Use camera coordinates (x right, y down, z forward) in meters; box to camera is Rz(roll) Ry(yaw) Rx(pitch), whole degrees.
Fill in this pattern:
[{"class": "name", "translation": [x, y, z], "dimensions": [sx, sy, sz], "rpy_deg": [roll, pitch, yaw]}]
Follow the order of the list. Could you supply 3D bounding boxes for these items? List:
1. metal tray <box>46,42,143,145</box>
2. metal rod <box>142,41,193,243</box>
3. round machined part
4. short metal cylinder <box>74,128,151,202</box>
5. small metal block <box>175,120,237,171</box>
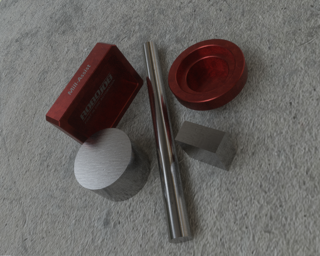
[{"class": "metal tray", "translation": [-0.085, -0.041, 0.432], "dimensions": [0.030, 0.090, 0.130], "rpy_deg": [20, 72, 35]}, {"class": "metal rod", "translation": [0.003, -0.005, 0.407], "dimensions": [0.025, 0.025, 0.299], "rpy_deg": [-20, 54, 16]}, {"class": "round machined part", "translation": [0.063, -0.063, 0.399], "dimensions": [0.098, 0.042, 0.098], "rpy_deg": [-13, 56, 20]}, {"class": "short metal cylinder", "translation": [-0.059, 0.047, 0.390], "dimensions": [0.080, 0.050, 0.080], "rpy_deg": [-13, 56, 20]}, {"class": "small metal block", "translation": [0.052, 0.020, 0.345], "dimensions": [0.050, 0.050, 0.025], "rpy_deg": [18, 71, 34]}]
